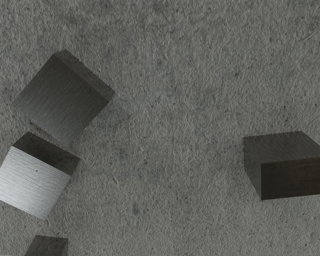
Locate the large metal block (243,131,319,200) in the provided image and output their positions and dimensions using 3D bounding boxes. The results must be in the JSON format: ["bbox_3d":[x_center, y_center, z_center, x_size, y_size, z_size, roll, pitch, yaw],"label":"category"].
[{"bbox_3d":[0.158,0.045,0.398,0.080,0.080,0.050,-6,110,2],"label":"large metal block"}]

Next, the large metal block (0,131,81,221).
[{"bbox_3d":[-0.167,0.064,0.418,0.080,0.050,0.080,30,107,-11],"label":"large metal block"}]

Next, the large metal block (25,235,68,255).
[{"bbox_3d":[-0.174,0.221,0.460,0.050,0.080,0.079,8,110,-3],"label":"large metal block"}]

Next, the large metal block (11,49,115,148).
[{"bbox_3d":[-0.115,-0.037,0.382,0.080,0.050,0.080,42,105,-14],"label":"large metal block"}]
